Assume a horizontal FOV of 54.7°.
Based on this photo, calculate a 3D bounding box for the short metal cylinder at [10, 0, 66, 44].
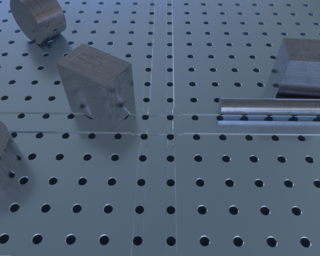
[{"bbox_3d":[-0.208,-0.192,0.532,0.080,0.080,0.050,33,57,24],"label":"short metal cylinder"}]

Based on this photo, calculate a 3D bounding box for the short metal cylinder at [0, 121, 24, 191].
[{"bbox_3d":[-0.210,0.033,0.362,0.080,0.050,0.080,0,50,0],"label":"short metal cylinder"}]

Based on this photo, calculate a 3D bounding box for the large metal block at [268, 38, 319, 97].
[{"bbox_3d":[0.208,-0.077,0.438,0.080,0.080,0.050,3,50,3],"label":"large metal block"}]

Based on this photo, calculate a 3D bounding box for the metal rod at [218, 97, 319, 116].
[{"bbox_3d":[0.235,-0.029,0.432,0.302,0.025,0.025,1,50,0],"label":"metal rod"}]

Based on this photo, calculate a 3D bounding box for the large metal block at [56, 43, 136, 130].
[{"bbox_3d":[-0.083,-0.056,0.418,0.080,0.080,0.050,26,55,20],"label":"large metal block"}]
